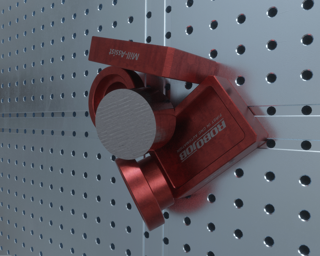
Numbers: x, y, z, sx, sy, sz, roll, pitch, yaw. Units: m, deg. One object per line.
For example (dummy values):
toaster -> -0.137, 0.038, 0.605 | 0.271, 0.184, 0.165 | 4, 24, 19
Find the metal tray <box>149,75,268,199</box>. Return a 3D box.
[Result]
metal tray -> 0.046, 0.013, 0.365 | 0.129, 0.030, 0.090 | -44, 64, 31

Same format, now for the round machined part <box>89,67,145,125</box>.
round machined part -> -0.054, -0.037, 0.441 | 0.098, 0.042, 0.097 | 0, 90, 39

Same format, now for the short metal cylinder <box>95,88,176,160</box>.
short metal cylinder -> -0.028, -0.007, 0.366 | 0.080, 0.050, 0.079 | 5, 101, 27

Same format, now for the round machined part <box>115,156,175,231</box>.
round machined part -> -0.016, 0.074, 0.387 | 0.098, 0.042, 0.098 | 59, 168, 23

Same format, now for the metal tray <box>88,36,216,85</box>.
metal tray -> -0.011, -0.081, 0.374 | 0.130, 0.091, 0.030 | 20, 103, 38
